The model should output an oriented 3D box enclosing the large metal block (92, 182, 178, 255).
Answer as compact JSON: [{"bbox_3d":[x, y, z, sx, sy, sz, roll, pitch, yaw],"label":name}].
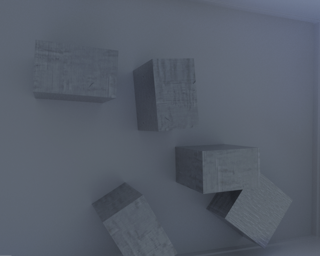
[{"bbox_3d":[-0.034,0.119,0.370,0.050,0.080,0.080,-32,101,-17],"label":"large metal block"}]

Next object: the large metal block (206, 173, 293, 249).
[{"bbox_3d":[0.129,0.110,0.447,0.080,0.050,0.080,39,77,-16],"label":"large metal block"}]

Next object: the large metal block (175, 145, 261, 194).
[{"bbox_3d":[0.073,0.050,0.410,0.081,0.080,0.050,-2,91,-20],"label":"large metal block"}]

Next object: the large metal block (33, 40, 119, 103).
[{"bbox_3d":[-0.096,-0.058,0.346,0.081,0.080,0.050,3,89,-20],"label":"large metal block"}]

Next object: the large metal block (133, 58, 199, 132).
[{"bbox_3d":[0.005,-0.038,0.384,0.050,0.080,0.079,-6,92,-20],"label":"large metal block"}]
